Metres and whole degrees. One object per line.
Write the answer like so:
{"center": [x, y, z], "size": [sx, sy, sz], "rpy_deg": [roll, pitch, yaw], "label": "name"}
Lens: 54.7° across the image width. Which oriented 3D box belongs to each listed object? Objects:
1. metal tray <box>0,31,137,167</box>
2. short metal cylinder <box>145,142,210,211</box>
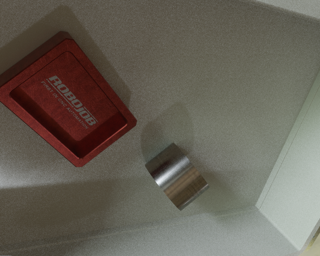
{"center": [-0.096, -0.025, 0.337], "size": [0.090, 0.030, 0.130], "rpy_deg": [-38, 130, -3], "label": "metal tray"}
{"center": [0.024, 0.067, 0.429], "size": [0.050, 0.080, 0.080], "rpy_deg": [-39, 130, -3], "label": "short metal cylinder"}
